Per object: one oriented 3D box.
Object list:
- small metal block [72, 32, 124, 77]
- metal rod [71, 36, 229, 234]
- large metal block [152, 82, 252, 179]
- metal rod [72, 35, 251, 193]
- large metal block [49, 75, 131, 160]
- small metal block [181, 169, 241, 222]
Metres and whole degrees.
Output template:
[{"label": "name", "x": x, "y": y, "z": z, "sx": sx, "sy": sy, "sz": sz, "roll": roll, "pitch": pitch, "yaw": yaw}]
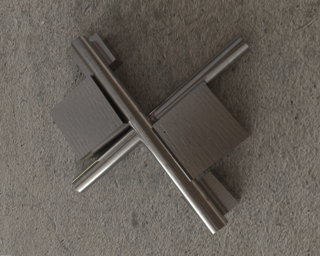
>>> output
[{"label": "small metal block", "x": -0.089, "y": -0.098, "z": 0.442, "sx": 0.050, "sy": 0.025, "sz": 0.050, "roll": -39, "pitch": 78, "yaw": 15}, {"label": "metal rod", "x": -0.020, "y": -0.001, "z": 0.390, "sx": 0.025, "sy": 0.025, "sz": 0.300, "roll": -41, "pitch": 77, "yaw": 15}, {"label": "large metal block", "x": 0.052, "y": 0.003, "z": 0.378, "sx": 0.080, "sy": 0.050, "sz": 0.080, "roll": -41, "pitch": 77, "yaw": 15}, {"label": "metal rod", "x": -0.008, "y": -0.010, "z": 0.414, "sx": 0.299, "sy": 0.025, "sz": 0.025, "roll": -40, "pitch": 77, "yaw": 15}, {"label": "large metal block", "x": -0.090, "y": -0.014, "z": 0.427, "sx": 0.080, "sy": 0.050, "sz": 0.080, "roll": -39, "pitch": 78, "yaw": 16}, {"label": "small metal block", "x": 0.064, "y": 0.087, "z": 0.388, "sx": 0.050, "sy": 0.025, "sz": 0.050, "roll": -45, "pitch": 76, "yaw": 14}]
